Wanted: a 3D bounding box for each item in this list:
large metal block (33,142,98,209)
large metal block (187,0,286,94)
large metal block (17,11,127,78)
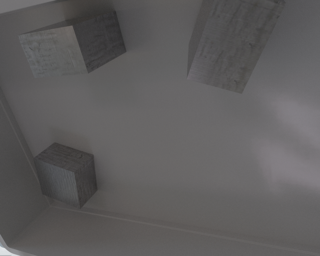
[{"bbox_3d":[-0.158,0.080,0.525,0.080,0.050,0.079,15,125,20],"label":"large metal block"},{"bbox_3d":[0.061,-0.090,0.277,0.050,0.080,0.079,15,127,-4],"label":"large metal block"},{"bbox_3d":[-0.100,-0.099,0.365,0.080,0.080,0.050,1,119,28],"label":"large metal block"}]
